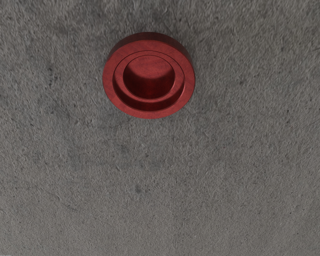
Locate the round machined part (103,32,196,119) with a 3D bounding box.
[{"bbox_3d":[-0.011,-0.060,0.344,0.099,0.042,0.097,0,130,0],"label":"round machined part"}]
